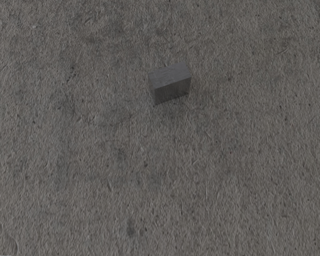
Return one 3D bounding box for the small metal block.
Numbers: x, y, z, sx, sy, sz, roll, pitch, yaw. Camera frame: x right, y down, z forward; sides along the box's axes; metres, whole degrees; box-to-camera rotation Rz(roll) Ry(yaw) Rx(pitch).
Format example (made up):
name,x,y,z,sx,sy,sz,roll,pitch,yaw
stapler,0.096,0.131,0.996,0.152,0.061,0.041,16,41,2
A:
name,x,y,z,sx,sy,sz,roll,pitch,yaw
small metal block,0.012,-0.059,0.417,0.050,0.050,0.025,-20,71,-7
